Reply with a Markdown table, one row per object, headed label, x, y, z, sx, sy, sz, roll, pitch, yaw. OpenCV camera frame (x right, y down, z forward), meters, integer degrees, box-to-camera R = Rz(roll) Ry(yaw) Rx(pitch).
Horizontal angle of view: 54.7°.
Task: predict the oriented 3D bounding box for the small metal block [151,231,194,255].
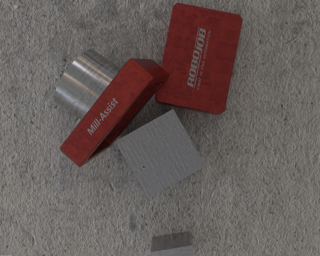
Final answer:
| label | x | y | z | sx | sy | sz | roll | pitch | yaw |
| --- | --- | --- | --- | --- | --- | --- | --- | --- | --- |
| small metal block | 0.016 | 0.158 | 0.398 | 0.050 | 0.050 | 0.025 | -9 | 90 | 0 |

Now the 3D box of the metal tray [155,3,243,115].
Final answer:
| label | x | y | z | sx | sy | sz | roll | pitch | yaw |
| --- | --- | --- | --- | --- | --- | --- | --- | --- | --- |
| metal tray | 0.050 | -0.089 | 0.408 | 0.091 | 0.030 | 0.129 | 11 | 90 | 0 |

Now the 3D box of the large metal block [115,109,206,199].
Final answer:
| label | x | y | z | sx | sy | sz | roll | pitch | yaw |
| --- | --- | --- | --- | --- | --- | --- | --- | --- | --- |
| large metal block | 0.001 | 0.031 | 0.398 | 0.080 | 0.050 | 0.080 | -30 | 90 | 0 |

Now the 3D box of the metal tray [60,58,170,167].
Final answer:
| label | x | y | z | sx | sy | sz | roll | pitch | yaw |
| --- | --- | --- | --- | --- | --- | --- | --- | --- | --- |
| metal tray | -0.049 | -0.020 | 0.359 | 0.030 | 0.090 | 0.130 | 42 | 107 | 2 |

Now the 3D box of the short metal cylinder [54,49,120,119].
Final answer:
| label | x | y | z | sx | sy | sz | roll | pitch | yaw |
| --- | --- | --- | --- | --- | --- | --- | --- | --- | --- |
| short metal cylinder | -0.083 | -0.049 | 0.382 | 0.050 | 0.080 | 0.080 | 35 | 90 | 0 |
